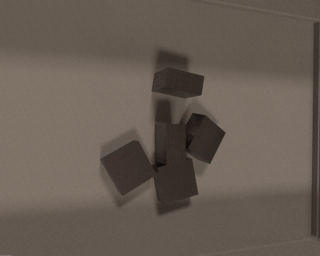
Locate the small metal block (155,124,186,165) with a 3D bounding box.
[{"bbox_3d":[0.012,0.020,0.402,0.025,0.050,0.050,0,90,-17],"label":"small metal block"}]

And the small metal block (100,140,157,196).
[{"bbox_3d":[-0.041,0.050,0.397,0.050,0.025,0.050,-30,100,-18],"label":"small metal block"}]

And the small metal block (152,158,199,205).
[{"bbox_3d":[0.020,0.070,0.419,0.050,0.025,0.050,-12,94,-20],"label":"small metal block"}]

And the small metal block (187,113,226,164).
[{"bbox_3d":[0.057,0.014,0.425,0.050,0.025,0.050,36,77,-36],"label":"small metal block"}]

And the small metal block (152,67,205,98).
[{"bbox_3d":[0.023,-0.058,0.407,0.050,0.050,0.025,10,87,-20],"label":"small metal block"}]
